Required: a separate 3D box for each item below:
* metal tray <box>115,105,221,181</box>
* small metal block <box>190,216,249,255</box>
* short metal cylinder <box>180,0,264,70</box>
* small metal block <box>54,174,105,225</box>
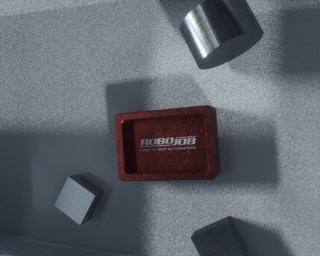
[{"bbox_3d":[0.009,0.021,0.403,0.130,0.030,0.089,-4,89,19],"label":"metal tray"},{"bbox_3d":[0.074,0.145,0.384,0.050,0.025,0.050,-30,80,17],"label":"small metal block"},{"bbox_3d":[0.070,-0.110,0.356,0.080,0.080,0.050,-27,81,17],"label":"short metal cylinder"},{"bbox_3d":[-0.117,0.103,0.450,0.050,0.025,0.050,31,100,17],"label":"small metal block"}]
